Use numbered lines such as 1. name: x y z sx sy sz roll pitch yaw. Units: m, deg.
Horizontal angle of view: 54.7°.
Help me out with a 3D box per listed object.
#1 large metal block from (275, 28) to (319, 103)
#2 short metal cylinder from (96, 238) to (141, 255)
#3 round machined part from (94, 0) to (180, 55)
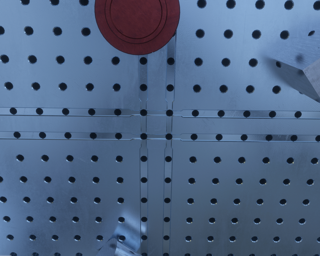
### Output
1. large metal block: 0.195 -0.079 0.357 0.080 0.080 0.050 -36 106 12
2. short metal cylinder: -0.069 0.214 0.462 0.050 0.080 0.080 38 106 -13
3. round machined part: -0.026 -0.133 0.355 0.099 0.042 0.097 0 110 0
